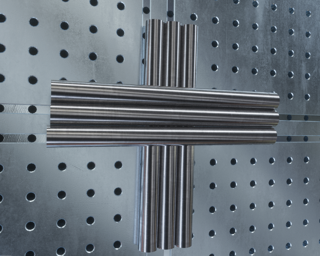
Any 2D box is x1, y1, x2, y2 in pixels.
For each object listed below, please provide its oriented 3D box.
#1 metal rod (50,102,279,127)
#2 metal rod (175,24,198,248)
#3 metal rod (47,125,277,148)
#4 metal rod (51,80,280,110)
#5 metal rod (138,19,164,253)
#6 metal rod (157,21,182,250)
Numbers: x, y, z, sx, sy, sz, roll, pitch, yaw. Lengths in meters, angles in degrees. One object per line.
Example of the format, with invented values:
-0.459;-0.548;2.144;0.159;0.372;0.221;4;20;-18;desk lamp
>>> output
0.021;-0.015;0.393;0.302;0.025;0.025;1;90;-20;metal rod
0.036;0.010;0.425;0.025;0.025;0.298;2;89;-20;metal rod
0.017;0.010;0.392;0.302;0.025;0.025;1;90;-20;metal rod
0.022;-0.040;0.394;0.302;0.025;0.025;1;90;-20;metal rod
-0.011;0.009;0.408;0.025;0.025;0.298;2;89;-20;metal rod
0.012;0.009;0.417;0.025;0.025;0.298;2;89;-20;metal rod
